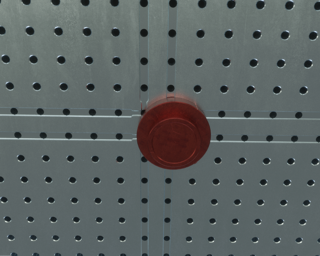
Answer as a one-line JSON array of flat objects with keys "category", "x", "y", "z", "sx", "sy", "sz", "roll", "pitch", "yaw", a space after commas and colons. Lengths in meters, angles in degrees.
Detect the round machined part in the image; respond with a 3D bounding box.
[{"category": "round machined part", "x": 0.018, "y": 0.012, "z": 0.409, "sx": 0.099, "sy": 0.042, "sz": 0.097, "roll": 0, "pitch": 110, "yaw": 0}]
